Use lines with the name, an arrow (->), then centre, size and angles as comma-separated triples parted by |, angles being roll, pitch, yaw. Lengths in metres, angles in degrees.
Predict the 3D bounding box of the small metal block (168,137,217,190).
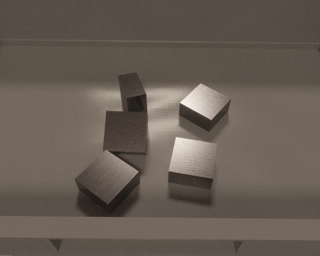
small metal block -> 0.039, 0.042, 0.371 | 0.050, 0.025, 0.050 | 9, 51, 7

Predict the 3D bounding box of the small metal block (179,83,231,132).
small metal block -> 0.062, -0.029, 0.430 | 0.050, 0.025, 0.050 | 32, 57, 23

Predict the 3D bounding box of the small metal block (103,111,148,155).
small metal block -> -0.042, 0.007, 0.386 | 0.050, 0.025, 0.050 | 2, 77, 1

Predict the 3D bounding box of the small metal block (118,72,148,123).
small metal block -> -0.036, -0.039, 0.418 | 0.025, 0.050, 0.050 | -13, 46, -12

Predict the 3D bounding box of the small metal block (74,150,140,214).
small metal block -> -0.059, 0.060, 0.354 | 0.050, 0.025, 0.050 | 30, 56, 22
